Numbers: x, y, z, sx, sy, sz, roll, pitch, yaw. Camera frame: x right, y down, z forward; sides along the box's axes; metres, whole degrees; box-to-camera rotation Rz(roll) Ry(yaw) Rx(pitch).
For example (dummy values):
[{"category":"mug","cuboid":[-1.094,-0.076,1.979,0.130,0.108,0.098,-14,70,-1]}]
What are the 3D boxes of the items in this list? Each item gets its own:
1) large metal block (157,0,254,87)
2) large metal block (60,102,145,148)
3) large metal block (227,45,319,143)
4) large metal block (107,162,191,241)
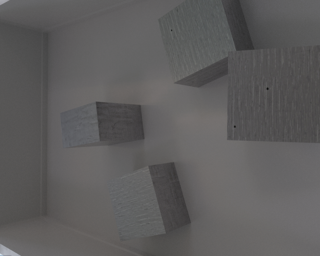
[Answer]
[{"category":"large metal block","cuboid":[0.052,-0.100,0.348,0.080,0.050,0.080,-21,76,38]},{"category":"large metal block","cuboid":[-0.081,-0.003,0.438,0.080,0.081,0.050,-11,83,39]},{"category":"large metal block","cuboid":[0.107,-0.028,0.287,0.080,0.050,0.079,1,91,21]},{"category":"large metal block","cuboid":[-0.016,0.096,0.404,0.080,0.050,0.080,-25,74,37]}]
